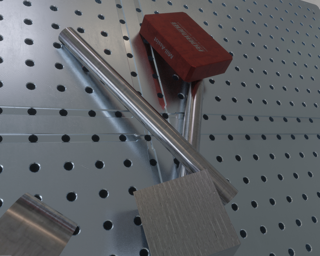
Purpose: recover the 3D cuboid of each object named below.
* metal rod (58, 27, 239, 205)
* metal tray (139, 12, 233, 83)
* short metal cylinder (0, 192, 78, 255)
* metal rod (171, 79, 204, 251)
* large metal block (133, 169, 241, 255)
[{"bbox_3d":[-0.022,-0.022,0.389,0.300,0.025,0.025,45,51,11],"label":"metal rod"},{"bbox_3d":[0.040,-0.132,0.489,0.091,0.030,0.130,-20,60,-36],"label":"metal tray"},{"bbox_3d":[-0.112,0.100,0.251,0.050,0.080,0.080,35,51,-5],"label":"short metal cylinder"},{"bbox_3d":[0.043,0.010,0.425,0.025,0.025,0.300,21,54,-16],"label":"metal rod"},{"bbox_3d":[0.024,0.099,0.317,0.081,0.050,0.080,-16,56,-8],"label":"large metal block"}]
